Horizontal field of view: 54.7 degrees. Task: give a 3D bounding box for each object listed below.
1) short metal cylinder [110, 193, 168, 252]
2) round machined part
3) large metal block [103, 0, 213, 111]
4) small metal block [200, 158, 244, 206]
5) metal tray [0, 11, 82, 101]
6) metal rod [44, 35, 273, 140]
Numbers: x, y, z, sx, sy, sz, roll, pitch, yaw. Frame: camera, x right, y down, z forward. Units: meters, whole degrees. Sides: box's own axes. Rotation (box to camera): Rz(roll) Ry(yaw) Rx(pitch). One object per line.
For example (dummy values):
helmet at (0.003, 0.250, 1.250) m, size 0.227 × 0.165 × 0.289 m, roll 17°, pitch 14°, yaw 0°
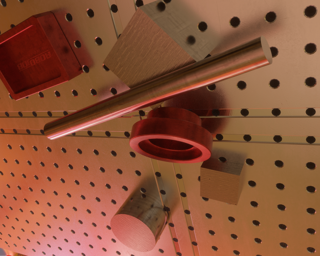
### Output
short metal cylinder at (-0.033, 0.154, 0.506) m, size 0.080 × 0.050 × 0.079 m, roll 13°, pitch 124°, yaw 20°
round machined part at (0.015, 0.008, 0.376) m, size 0.099 × 0.042 × 0.098 m, roll 8°, pitch 158°, yaw 4°
large metal block at (-0.003, -0.080, 0.346) m, size 0.080 × 0.050 × 0.080 m, roll 43°, pitch 129°, yaw -2°
small metal block at (0.081, 0.070, 0.411) m, size 0.050 × 0.025 × 0.050 m, roll 10°, pitch 123°, yaw 22°
metal tray at (-0.184, -0.098, 0.441) m, size 0.130 × 0.030 × 0.090 m, roll -12°, pitch 113°, yaw 32°
metal rod at (-0.030, -0.031, 0.342) m, size 0.300 × 0.025 × 0.025 m, roll -16°, pitch 110°, yaw 34°
